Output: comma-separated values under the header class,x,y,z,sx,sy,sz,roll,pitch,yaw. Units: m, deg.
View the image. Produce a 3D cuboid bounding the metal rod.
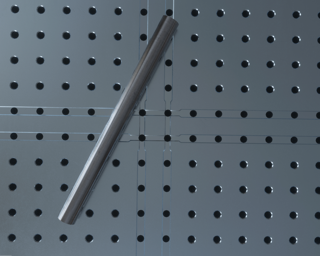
class,x,y,z,sx,sy,sz,roll,pitch,yaw
metal rod,-0.055,-0.011,0.412,0.025,0.025,0.299,28,90,-1
